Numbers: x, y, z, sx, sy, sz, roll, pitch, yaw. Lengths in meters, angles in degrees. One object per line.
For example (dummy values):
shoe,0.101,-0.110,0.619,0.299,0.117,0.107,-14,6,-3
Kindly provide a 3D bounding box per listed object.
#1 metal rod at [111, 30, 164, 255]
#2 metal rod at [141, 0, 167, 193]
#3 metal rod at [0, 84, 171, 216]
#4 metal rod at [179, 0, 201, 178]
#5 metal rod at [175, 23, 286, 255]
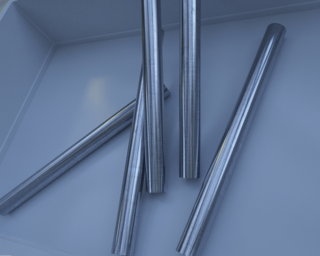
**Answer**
metal rod,-0.024,0.001,0.394,0.025,0.025,0.299,-3,67,26
metal rod,-0.009,-0.073,0.381,0.025,0.025,0.298,-5,83,26
metal rod,-0.113,0.030,0.446,0.300,0.025,0.025,-36,51,4
metal rod,0.035,-0.093,0.363,0.025,0.025,0.298,-1,87,28
metal rod,0.089,0.000,0.358,0.025,0.025,0.300,14,68,34
